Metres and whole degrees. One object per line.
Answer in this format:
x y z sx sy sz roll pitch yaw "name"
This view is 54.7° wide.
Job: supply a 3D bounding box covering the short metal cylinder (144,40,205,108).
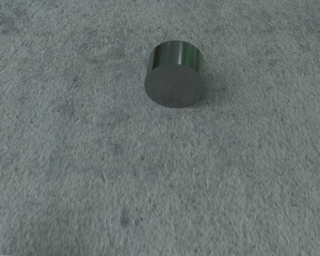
0.021 -0.073 0.429 0.080 0.080 0.050 4 50 3 "short metal cylinder"
